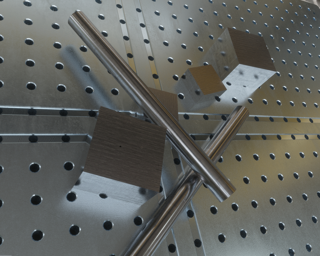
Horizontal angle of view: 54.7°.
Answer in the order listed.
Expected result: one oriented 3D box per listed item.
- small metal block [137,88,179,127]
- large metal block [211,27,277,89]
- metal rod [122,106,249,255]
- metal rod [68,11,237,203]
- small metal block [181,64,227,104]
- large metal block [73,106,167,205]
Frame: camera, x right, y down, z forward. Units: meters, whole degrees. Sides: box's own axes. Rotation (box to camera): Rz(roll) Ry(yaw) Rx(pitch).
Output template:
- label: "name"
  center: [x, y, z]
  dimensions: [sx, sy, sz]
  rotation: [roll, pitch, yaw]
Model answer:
- label: "small metal block"
  center: [-0.004, -0.024, 0.421]
  dimensions: [0.050, 0.025, 0.050]
  rotation: [12, 57, -22]
- label: "large metal block"
  center: [0.146, -0.122, 0.544]
  dimensions: [0.081, 0.050, 0.080]
  rotation: [5, 60, -26]
- label: "metal rod"
  center: [0.048, 0.058, 0.397]
  dimensions: [0.025, 0.025, 0.301]
  rotation: [43, 51, 1]
- label: "metal rod"
  center: [-0.016, -0.033, 0.387]
  dimensions: [0.025, 0.025, 0.300]
  rotation: [-33, 78, -38]
- label: "small metal block"
  center: [0.069, -0.070, 0.487]
  dimensions: [0.050, 0.025, 0.050]
  rotation: [-16, 70, -35]
- label: "large metal block"
  center: [-0.043, 0.033, 0.349]
  dimensions: [0.080, 0.050, 0.080]
  rotation: [19, 54, -17]
